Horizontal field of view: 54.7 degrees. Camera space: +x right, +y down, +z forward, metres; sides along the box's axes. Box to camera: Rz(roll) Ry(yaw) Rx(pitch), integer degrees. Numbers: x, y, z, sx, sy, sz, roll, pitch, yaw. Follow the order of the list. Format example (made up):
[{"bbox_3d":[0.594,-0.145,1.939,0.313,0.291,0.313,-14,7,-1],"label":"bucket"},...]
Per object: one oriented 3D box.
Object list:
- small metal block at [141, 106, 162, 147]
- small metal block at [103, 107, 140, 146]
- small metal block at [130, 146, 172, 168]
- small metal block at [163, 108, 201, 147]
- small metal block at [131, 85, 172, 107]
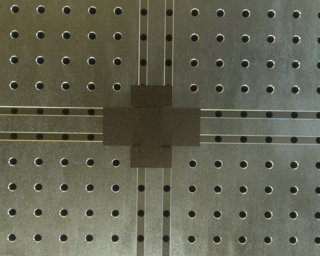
[{"bbox_3d":[-0.011,-0.002,0.400,0.025,0.050,0.050,1,90,0],"label":"small metal block"},{"bbox_3d":[-0.049,-0.002,0.412,0.050,0.025,0.050,1,90,-1],"label":"small metal block"},{"bbox_3d":[-0.011,0.036,0.400,0.050,0.050,0.025,1,90,-1],"label":"small metal block"},{"bbox_3d":[0.027,-0.001,0.413,0.050,0.025,0.050,1,90,-1],"label":"small metal block"},{"bbox_3d":[-0.010,-0.039,0.400,0.050,0.050,0.025,1,90,-1],"label":"small metal block"}]
